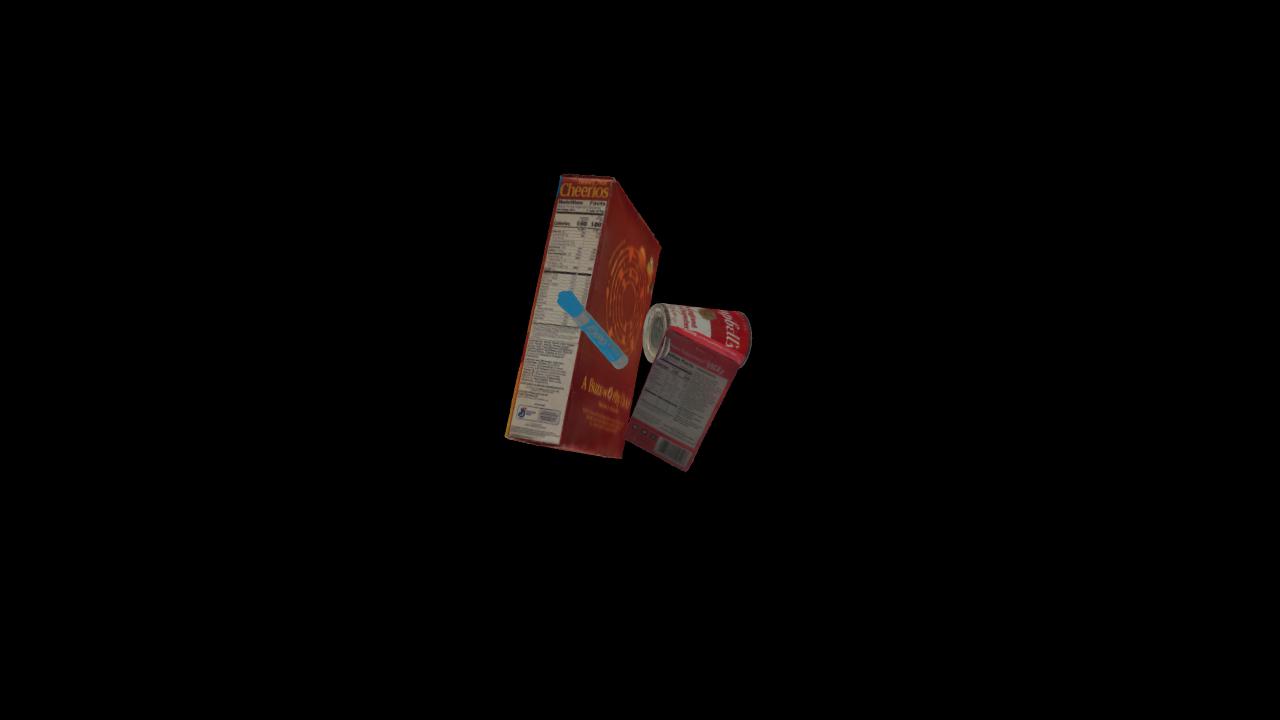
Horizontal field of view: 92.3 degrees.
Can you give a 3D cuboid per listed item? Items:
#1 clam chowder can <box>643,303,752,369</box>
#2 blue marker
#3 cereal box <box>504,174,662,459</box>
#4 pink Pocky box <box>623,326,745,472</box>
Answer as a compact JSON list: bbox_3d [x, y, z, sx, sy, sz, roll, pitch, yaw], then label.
[{"bbox_3d":[0.061,-0.025,0.673,0.102,0.068,0.068,4,-1,-21],"label":"clam chowder can"},{"bbox_3d":[-0.049,-0.031,0.650,0.020,0.020,0.121,0,-35,35],"label":"blue marker"},{"bbox_3d":[-0.057,-0.040,0.751,0.081,0.306,0.203,7,-10,18],"label":"cereal box"},{"bbox_3d":[0.044,0.041,0.664,0.084,0.155,0.029,27,32,9],"label":"pink Pocky box"}]
